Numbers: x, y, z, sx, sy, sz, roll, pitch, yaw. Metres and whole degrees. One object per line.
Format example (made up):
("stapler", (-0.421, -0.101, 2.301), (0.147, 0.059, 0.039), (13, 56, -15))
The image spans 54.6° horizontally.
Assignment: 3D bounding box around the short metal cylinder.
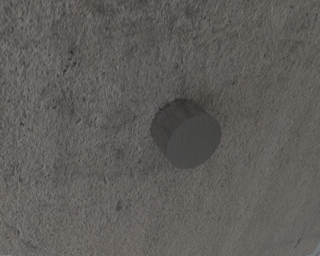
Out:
("short metal cylinder", (0.034, 0.008, 0.413), (0.081, 0.050, 0.080), (-14, 124, -21))
